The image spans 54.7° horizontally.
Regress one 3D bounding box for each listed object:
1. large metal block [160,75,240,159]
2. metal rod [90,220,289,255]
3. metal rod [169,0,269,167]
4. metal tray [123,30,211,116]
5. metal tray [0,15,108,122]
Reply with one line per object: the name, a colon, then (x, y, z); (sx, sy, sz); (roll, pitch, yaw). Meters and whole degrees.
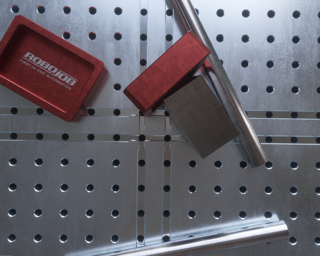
large metal block: (0.043, -0.016, 0.381); (0.050, 0.080, 0.080); (-35, 99, 0)
metal rod: (0.019, 0.163, 0.413); (0.302, 0.025, 0.025); (-10, 90, -1)
metal rod: (0.068, -0.087, 0.414); (0.025, 0.025, 0.299); (-26, 90, 0)
metal tray: (0.007, -0.055, 0.361); (0.090, 0.130, 0.030); (-43, 90, 0)
metal tray: (-0.148, -0.076, 0.408); (0.130, 0.030, 0.090); (30, 90, -1)
